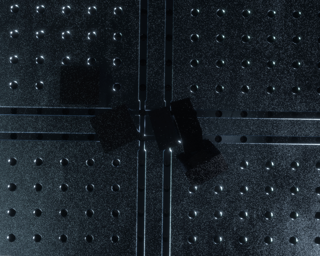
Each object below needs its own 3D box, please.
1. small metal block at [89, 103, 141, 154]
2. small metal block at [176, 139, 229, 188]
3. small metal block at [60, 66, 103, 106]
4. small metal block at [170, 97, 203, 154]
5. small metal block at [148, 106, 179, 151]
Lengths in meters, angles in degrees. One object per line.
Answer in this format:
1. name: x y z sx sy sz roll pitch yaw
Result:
1. small metal block: -0.058 0.000 0.413 0.050 0.025 0.050 -25 90 -1
2. small metal block: 0.053 0.044 0.399 0.050 0.050 0.025 -28 110 0
3. small metal block: -0.104 -0.055 0.412 0.050 0.025 0.050 2 90 -1
4. small metal block: 0.034 -0.002 0.392 0.025 0.050 0.050 -17 59 0
5. small metal block: 0.004 0.000 0.401 0.025 0.050 0.050 -16 90 0
